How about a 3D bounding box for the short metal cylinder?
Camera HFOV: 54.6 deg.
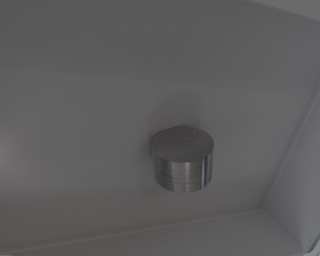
[{"bbox_3d":[0.030,0.040,0.414,0.081,0.080,0.050,-16,125,-19],"label":"short metal cylinder"}]
